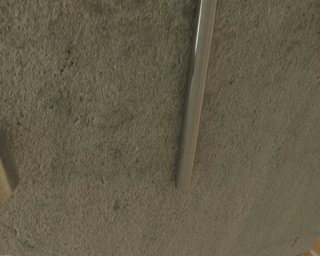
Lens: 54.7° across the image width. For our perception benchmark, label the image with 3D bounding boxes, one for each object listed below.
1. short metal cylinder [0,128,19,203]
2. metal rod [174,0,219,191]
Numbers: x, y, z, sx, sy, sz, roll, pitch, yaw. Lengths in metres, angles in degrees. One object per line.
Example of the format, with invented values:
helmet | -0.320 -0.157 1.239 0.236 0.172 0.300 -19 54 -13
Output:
short metal cylinder | -0.183 0.038 0.295 0.081 0.080 0.050 -14 124 -21
metal rod | 0.045 -0.038 0.409 0.025 0.025 0.298 -10 123 -24
